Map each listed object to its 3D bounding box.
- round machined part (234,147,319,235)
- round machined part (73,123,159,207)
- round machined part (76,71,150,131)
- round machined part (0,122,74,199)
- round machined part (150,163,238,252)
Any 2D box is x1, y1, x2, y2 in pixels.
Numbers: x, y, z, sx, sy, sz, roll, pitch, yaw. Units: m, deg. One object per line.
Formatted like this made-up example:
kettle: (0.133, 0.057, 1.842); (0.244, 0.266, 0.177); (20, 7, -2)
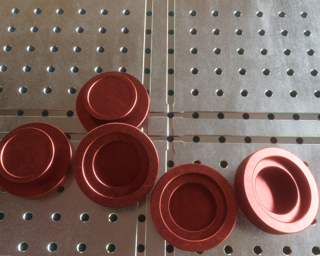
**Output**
round machined part: (0.131, 0.075, 0.367); (0.099, 0.042, 0.098); (7, 66, -15)
round machined part: (-0.051, 0.043, 0.377); (0.099, 0.042, 0.098); (0, 88, -3)
round machined part: (-0.064, -0.034, 0.415); (0.099, 0.042, 0.098); (0, 70, 0)
round machined part: (-0.160, 0.038, 0.388); (0.099, 0.042, 0.098); (0, 70, 0)
round machined part: (0.038, 0.094, 0.369); (0.099, 0.042, 0.098); (0, 70, 0)
